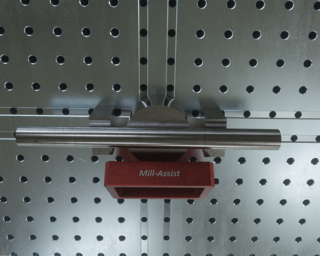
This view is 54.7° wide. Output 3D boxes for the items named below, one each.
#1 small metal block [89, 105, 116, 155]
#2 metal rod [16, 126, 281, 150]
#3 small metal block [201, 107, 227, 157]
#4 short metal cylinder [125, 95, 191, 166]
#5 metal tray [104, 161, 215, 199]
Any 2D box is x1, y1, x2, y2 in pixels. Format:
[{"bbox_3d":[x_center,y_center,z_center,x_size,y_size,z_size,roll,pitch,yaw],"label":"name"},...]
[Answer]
[{"bbox_3d":[-0.072,0.001,0.400,0.025,0.050,0.050,-1,110,0],"label":"small metal block"},{"bbox_3d":[-0.013,0.012,0.364,0.302,0.025,0.025,1,110,0],"label":"metal rod"},{"bbox_3d":[0.068,0.004,0.402,0.025,0.050,0.050,-1,110,0],"label":"small metal block"},{"bbox_3d":[-0.002,0.002,0.400,0.081,0.050,0.079,0,110,0],"label":"short metal cylinder"},{"bbox_3d":[-0.001,0.071,0.407,0.131,0.090,0.030,0,67,0],"label":"metal tray"}]
